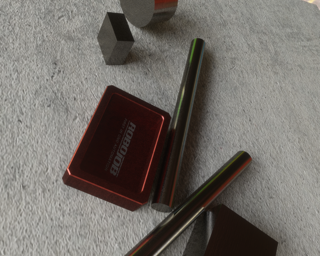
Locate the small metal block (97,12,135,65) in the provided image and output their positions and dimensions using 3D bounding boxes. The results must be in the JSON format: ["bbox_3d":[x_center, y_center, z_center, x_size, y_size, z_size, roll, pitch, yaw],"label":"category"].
[{"bbox_3d":[-0.063,-0.123,0.430,0.025,0.050,0.050,-7,65,-32],"label":"small metal block"}]

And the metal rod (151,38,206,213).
[{"bbox_3d":[0.034,-0.026,0.439,0.025,0.025,0.300,25,53,-13],"label":"metal rod"}]

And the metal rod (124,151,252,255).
[{"bbox_3d":[0.020,0.107,0.350,0.302,0.025,0.025,-32,80,-38],"label":"metal rod"}]

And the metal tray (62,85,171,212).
[{"bbox_3d":[-0.045,0.020,0.365,0.090,0.030,0.130,26,52,-13],"label":"metal tray"}]

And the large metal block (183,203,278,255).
[{"bbox_3d":[0.075,0.145,0.341,0.080,0.050,0.080,36,51,-5],"label":"large metal block"}]

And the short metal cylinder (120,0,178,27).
[{"bbox_3d":[-0.018,-0.203,0.484,0.050,0.080,0.080,-28,77,-37],"label":"short metal cylinder"}]
